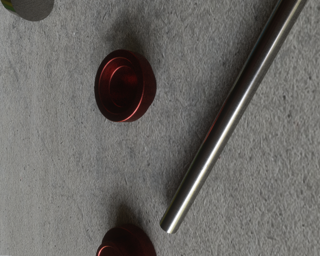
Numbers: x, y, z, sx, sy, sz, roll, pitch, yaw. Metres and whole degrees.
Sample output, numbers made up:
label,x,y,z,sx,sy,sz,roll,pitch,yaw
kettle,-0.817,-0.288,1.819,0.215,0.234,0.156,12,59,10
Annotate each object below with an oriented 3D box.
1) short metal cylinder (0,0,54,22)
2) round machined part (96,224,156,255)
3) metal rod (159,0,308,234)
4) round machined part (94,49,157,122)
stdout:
label,x,y,z,sx,sy,sz,roll,pitch,yaw
short metal cylinder,-0.246,-0.243,0.572,0.050,0.081,0.079,30,109,36
round machined part,-0.054,0.190,0.438,0.098,0.042,0.097,0,90,40
metal rod,0.071,-0.002,0.346,0.025,0.025,0.298,38,113,33
round machined part,-0.044,-0.057,0.430,0.098,0.042,0.097,0,90,40
